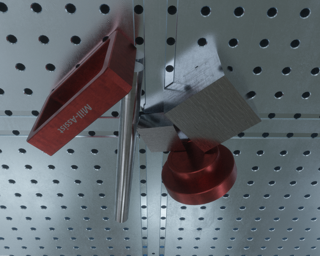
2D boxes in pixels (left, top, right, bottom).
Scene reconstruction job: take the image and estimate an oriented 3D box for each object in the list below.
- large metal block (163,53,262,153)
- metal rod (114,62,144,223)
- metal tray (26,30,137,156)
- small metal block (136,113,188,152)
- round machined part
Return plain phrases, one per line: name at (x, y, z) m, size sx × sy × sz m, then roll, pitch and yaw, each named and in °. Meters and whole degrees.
large metal block at (0.061, -0.028, 0.373) m, size 0.080 × 0.050 × 0.080 m, roll -32°, pitch 123°, yaw 24°
metal rod at (-0.049, 0.043, 0.447) m, size 0.025 × 0.025 × 0.298 m, roll 5°, pitch 130°, yaw -5°
metal tray at (-0.083, -0.037, 0.335) m, size 0.130 × 0.090 × 0.030 m, roll -35°, pitch 122°, yaw 25°
small metal block at (0.004, 0.006, 0.406) m, size 0.050 × 0.025 × 0.050 m, roll -6°, pitch 138°, yaw 23°
round machined part at (0.048, 0.049, 0.407) m, size 0.098 × 0.098 × 0.042 m, roll -15°, pitch 123°, yaw 12°
